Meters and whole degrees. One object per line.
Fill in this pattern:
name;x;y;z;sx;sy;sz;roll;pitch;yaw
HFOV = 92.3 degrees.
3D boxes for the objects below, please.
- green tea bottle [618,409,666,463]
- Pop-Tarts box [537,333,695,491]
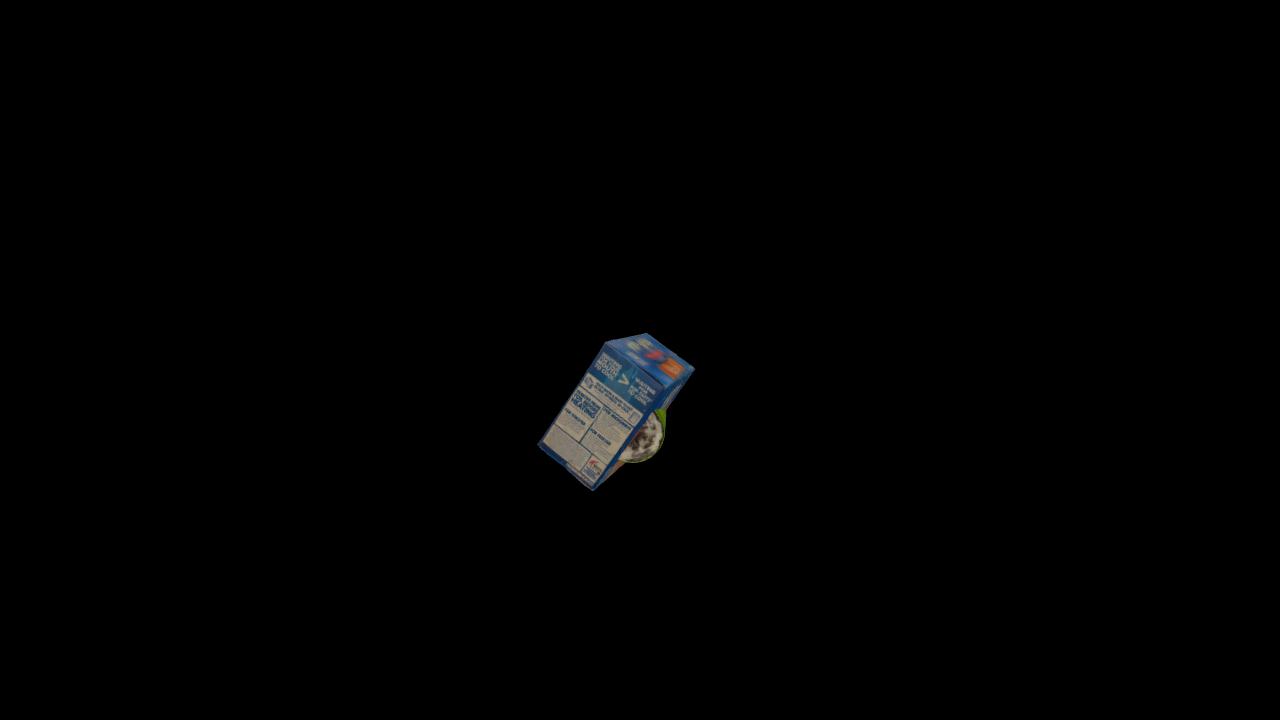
green tea bottle;-0.004;0.061;0.740;0.073;0.073;0.212;0;7;2
Pop-Tarts box;-0.020;0.051;0.709;0.083;0.141;0.167;36;13;9
